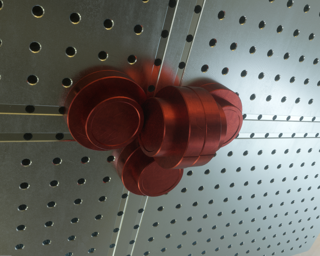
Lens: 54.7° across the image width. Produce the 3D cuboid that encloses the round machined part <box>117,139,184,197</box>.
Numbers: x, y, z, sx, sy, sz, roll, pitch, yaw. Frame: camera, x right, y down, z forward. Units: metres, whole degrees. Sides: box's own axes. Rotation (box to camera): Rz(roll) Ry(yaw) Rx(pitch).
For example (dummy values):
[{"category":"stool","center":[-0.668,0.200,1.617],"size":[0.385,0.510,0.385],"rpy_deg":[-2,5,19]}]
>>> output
[{"category":"round machined part","center":[-0.006,0.057,0.433],"size":[0.099,0.042,0.097],"rpy_deg":[-14,125,-21]}]

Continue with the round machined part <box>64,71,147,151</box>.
[{"category":"round machined part","center":[-0.058,-0.014,0.361],"size":[0.099,0.042,0.097],"rpy_deg":[-14,125,-21]}]

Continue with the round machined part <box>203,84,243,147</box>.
[{"category":"round machined part","center":[0.077,-0.010,0.437],"size":[0.099,0.042,0.097],"rpy_deg":[-14,125,-21]}]

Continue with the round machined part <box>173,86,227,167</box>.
[{"category":"round machined part","center":[0.045,-0.002,0.382],"size":[0.042,0.098,0.097],"rpy_deg":[-1,119,-29]}]

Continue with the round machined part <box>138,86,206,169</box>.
[{"category":"round machined part","center":[0.006,-0.001,0.360],"size":[0.042,0.098,0.097],"rpy_deg":[1,118,-30]}]
